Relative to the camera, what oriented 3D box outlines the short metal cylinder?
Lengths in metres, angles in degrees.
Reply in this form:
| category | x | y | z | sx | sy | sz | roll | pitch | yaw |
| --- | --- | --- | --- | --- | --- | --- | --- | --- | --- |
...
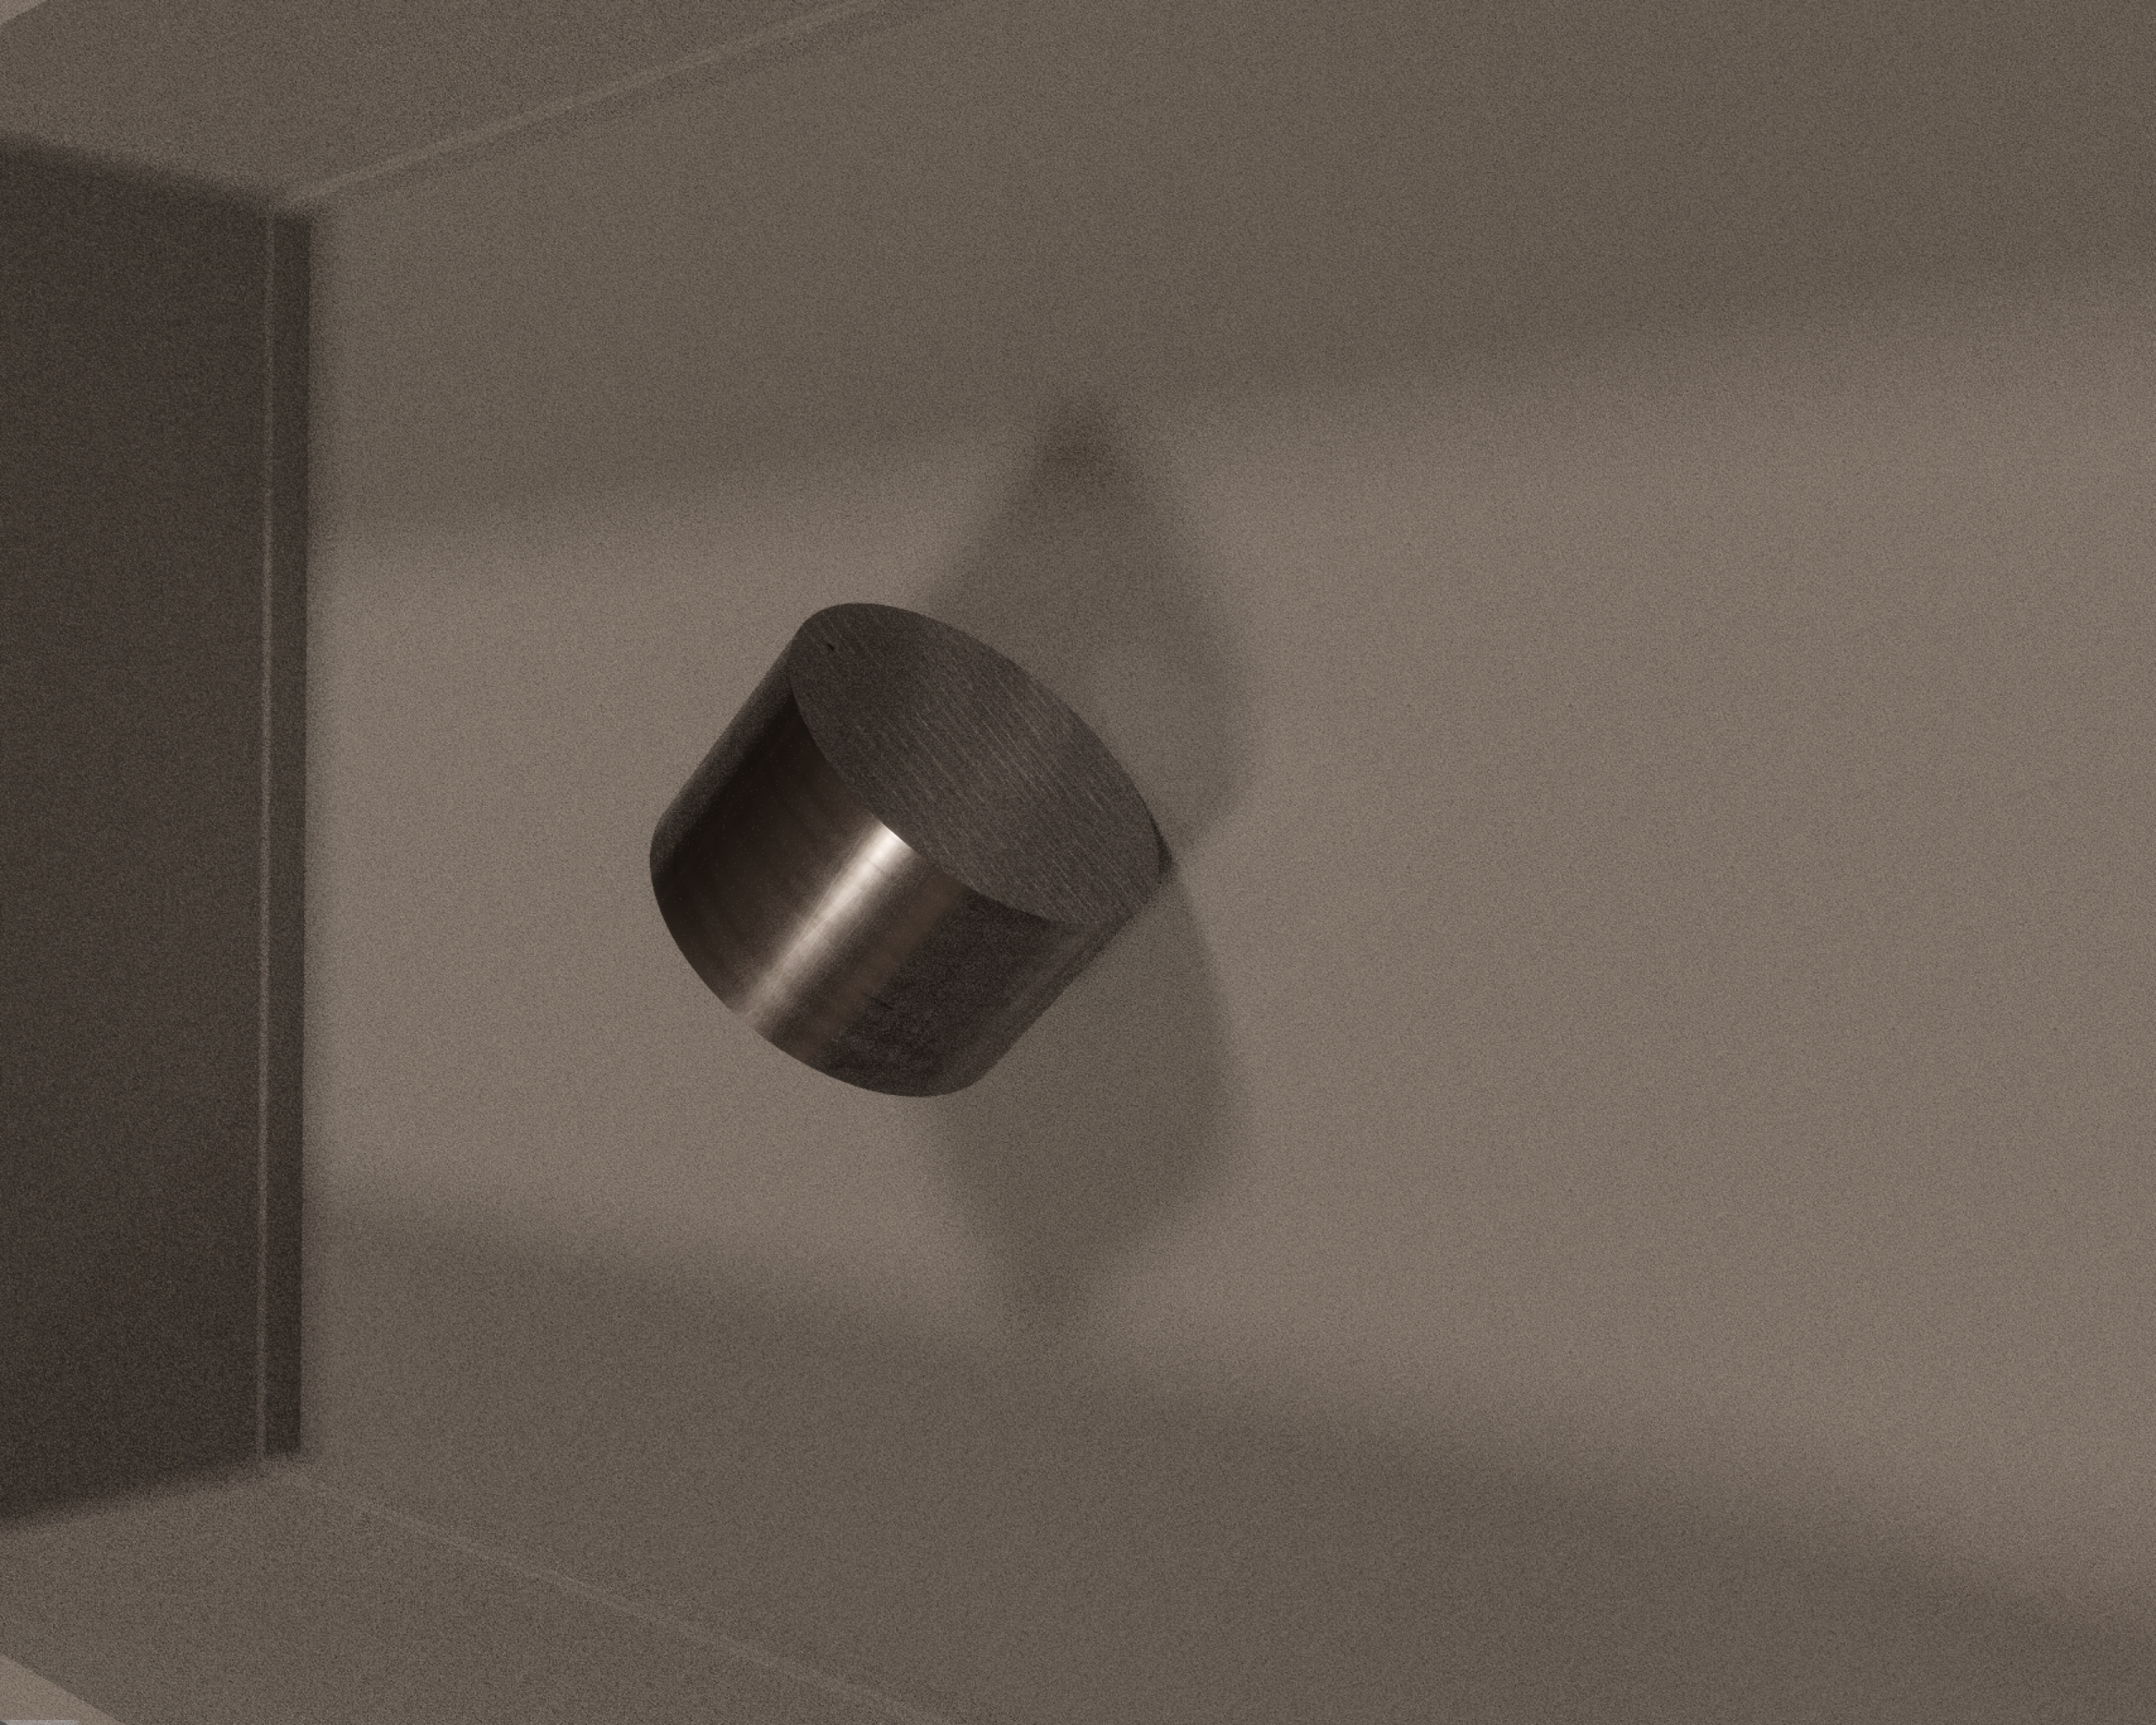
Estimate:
| category | x | y | z | sx | sy | sz | roll | pitch | yaw |
| --- | --- | --- | --- | --- | --- | --- | --- | --- | --- |
| short metal cylinder | -0.032 | -0.003 | 0.392 | 0.050 | 0.081 | 0.080 | -49 | 62 | 29 |
